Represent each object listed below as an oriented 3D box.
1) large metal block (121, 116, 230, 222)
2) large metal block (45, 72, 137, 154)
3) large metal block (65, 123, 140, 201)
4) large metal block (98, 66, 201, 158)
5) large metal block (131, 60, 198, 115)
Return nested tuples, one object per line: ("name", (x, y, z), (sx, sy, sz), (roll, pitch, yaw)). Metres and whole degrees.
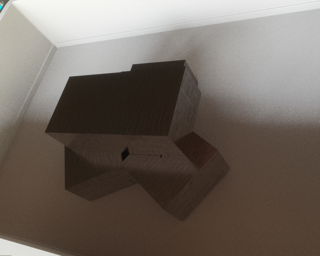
("large metal block", (0.017, 0.043, 0.351), (0.080, 0.050, 0.080), (-47, 51, -5))
("large metal block", (-0.078, -0.018, 0.375), (0.080, 0.050, 0.080), (1, 62, 28))
("large metal block", (-0.075, 0.038, 0.404), (0.080, 0.050, 0.080), (-23, 53, 14))
("large metal block", (-0.008, -0.017, 0.336), (0.080, 0.050, 0.080), (1, 62, 28))
("large metal block", (-0.002, -0.041, 0.414), (0.080, 0.050, 0.080), (2, 62, 29))
